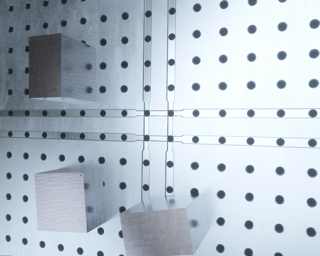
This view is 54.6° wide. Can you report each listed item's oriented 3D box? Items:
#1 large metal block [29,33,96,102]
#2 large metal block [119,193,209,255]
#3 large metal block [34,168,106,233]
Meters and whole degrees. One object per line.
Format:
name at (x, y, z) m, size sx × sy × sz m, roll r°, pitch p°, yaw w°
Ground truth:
large metal block at (-0.133, -0.079, 0.431) m, size 0.050 × 0.080 × 0.080 m, roll 0°, pitch 90°, yaw 20°
large metal block at (0.008, 0.117, 0.381) m, size 0.080 × 0.080 × 0.050 m, roll -11°, pitch 87°, yaw 20°
large metal block at (-0.128, 0.101, 0.445) m, size 0.080 × 0.050 × 0.080 m, roll -4°, pitch 89°, yaw 20°
